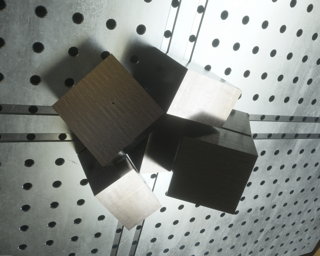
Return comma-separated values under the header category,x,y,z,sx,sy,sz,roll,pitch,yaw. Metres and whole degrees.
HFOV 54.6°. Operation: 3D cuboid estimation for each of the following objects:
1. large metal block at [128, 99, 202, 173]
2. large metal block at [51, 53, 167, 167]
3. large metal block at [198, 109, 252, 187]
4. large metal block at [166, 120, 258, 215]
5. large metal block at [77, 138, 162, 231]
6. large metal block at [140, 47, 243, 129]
category,x,y,z,sx,sy,sz,roll,pitch,yaw
large metal block,0.009,0.010,0.405,0.081,0.050,0.079,1,118,-29
large metal block,-0.050,-0.017,0.329,0.080,0.080,0.050,-42,174,0
large metal block,0.085,0.022,0.424,0.050,0.080,0.079,17,114,6
large metal block,0.059,0.044,0.364,0.080,0.050,0.079,15,114,2
large metal block,-0.051,0.066,0.386,0.050,0.080,0.080,-35,130,-6
large metal block,0.033,-0.047,0.364,0.081,0.080,0.050,14,111,-34
